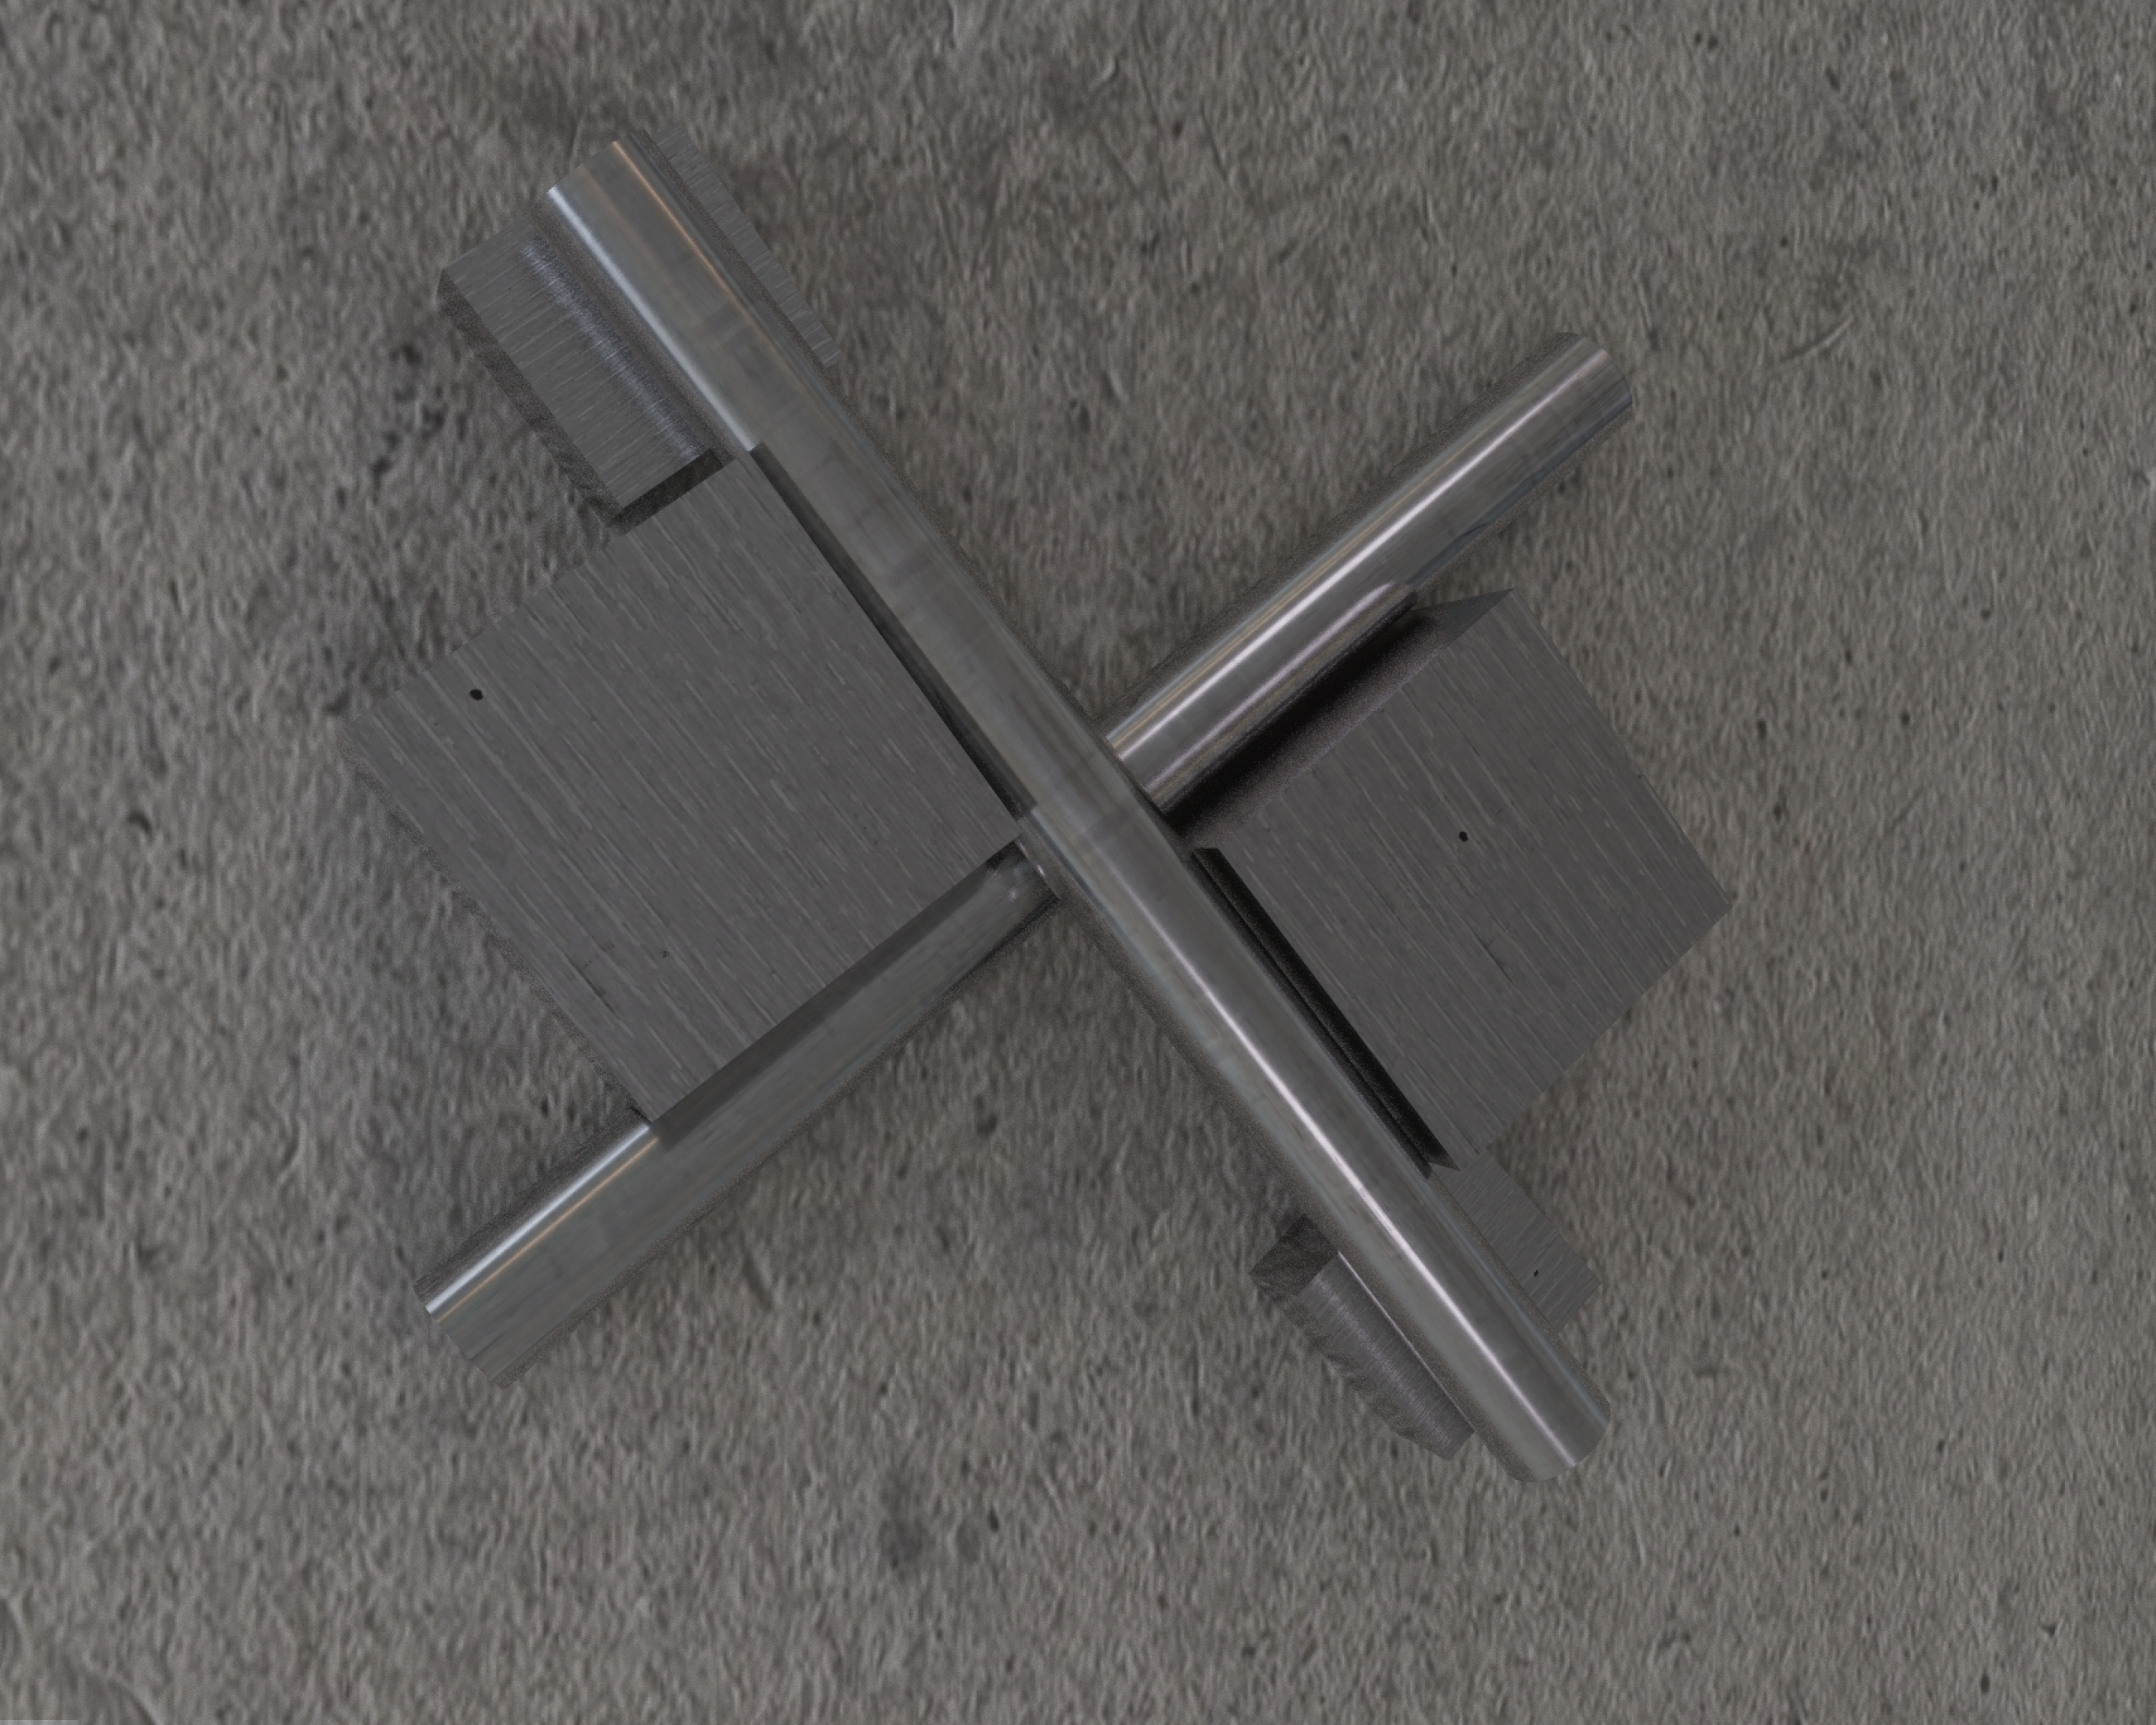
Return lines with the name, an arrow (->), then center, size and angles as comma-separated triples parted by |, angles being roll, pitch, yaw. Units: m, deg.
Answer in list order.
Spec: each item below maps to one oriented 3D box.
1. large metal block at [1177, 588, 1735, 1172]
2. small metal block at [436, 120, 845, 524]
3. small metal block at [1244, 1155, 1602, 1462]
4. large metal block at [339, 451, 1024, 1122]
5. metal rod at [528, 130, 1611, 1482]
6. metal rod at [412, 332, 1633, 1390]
large metal block -> 0.070, 0.003, 0.423 | 0.080, 0.050, 0.080 | -41, 103, -15
small metal block -> -0.080, -0.097, 0.381 | 0.050, 0.025, 0.050 | -39, 103, -16
small metal block -> 0.073, 0.087, 0.438 | 0.050, 0.025, 0.050 | -45, 104, -15
large metal block -> -0.071, -0.013, 0.369 | 0.080, 0.050, 0.080 | -39, 103, -16
metal rod -> 0.007, -0.001, 0.386 | 0.025, 0.025, 0.300 | -41, 103, -15
metal rod -> 0.000, -0.010, 0.411 | 0.301, 0.025, 0.025 | -41, 103, -16
